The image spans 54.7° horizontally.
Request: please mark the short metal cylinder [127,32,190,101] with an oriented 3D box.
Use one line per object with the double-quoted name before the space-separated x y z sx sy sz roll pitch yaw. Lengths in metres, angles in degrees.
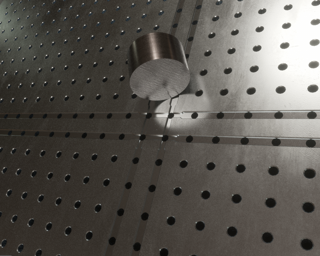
"short metal cylinder" -0.003 -0.082 0.424 0.080 0.080 0.050 -20 54 16
